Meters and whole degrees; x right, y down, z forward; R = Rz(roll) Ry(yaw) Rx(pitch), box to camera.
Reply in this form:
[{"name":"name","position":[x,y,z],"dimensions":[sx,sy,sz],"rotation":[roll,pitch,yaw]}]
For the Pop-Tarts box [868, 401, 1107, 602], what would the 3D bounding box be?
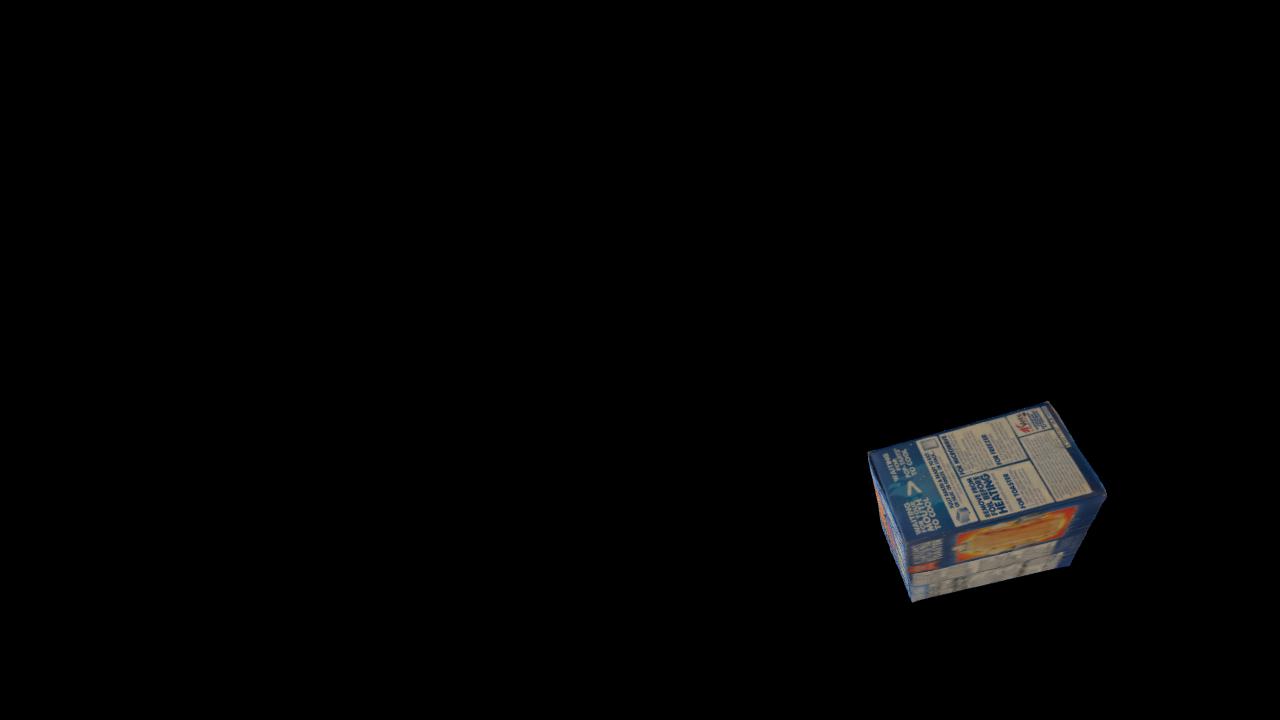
[{"name":"Pop-Tarts box","position":[0.281,0.127,0.519],"dimensions":[0.141,0.083,0.167],"rotation":[-20,-41,12]}]
